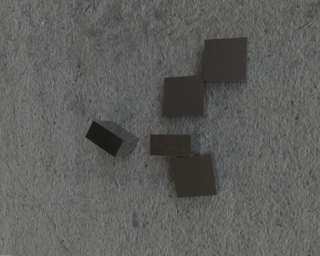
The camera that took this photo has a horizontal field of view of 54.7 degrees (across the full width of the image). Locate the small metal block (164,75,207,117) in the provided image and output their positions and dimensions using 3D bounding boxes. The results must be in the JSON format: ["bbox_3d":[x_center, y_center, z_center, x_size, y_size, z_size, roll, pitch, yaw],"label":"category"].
[{"bbox_3d":[0.033,-0.040,0.397,0.050,0.025,0.050,-1,90,20],"label":"small metal block"}]

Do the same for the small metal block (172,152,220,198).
[{"bbox_3d":[0.046,0.059,0.393,0.050,0.025,0.050,-9,87,19],"label":"small metal block"}]

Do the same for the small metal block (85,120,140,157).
[{"bbox_3d":[-0.063,0.013,0.418,0.050,0.050,0.025,32,101,17],"label":"small metal block"}]

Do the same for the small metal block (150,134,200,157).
[{"bbox_3d":[0.020,0.020,0.388,0.050,0.050,0.025,0,90,20],"label":"small metal block"}]

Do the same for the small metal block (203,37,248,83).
[{"bbox_3d":[0.081,-0.082,0.380,0.050,0.025,0.050,2,91,20],"label":"small metal block"}]
